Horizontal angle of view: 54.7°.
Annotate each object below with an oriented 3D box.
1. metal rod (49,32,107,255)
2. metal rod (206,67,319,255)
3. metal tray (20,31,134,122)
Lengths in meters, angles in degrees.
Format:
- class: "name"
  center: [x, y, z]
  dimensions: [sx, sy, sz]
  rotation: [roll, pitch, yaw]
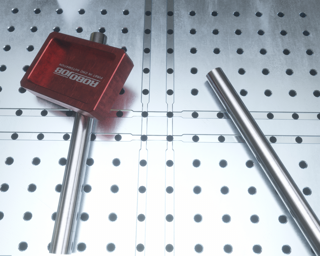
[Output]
- class: "metal rod"
  center: [-0.103, 0.005, 0.408]
  dimensions: [0.025, 0.025, 0.299]
  rotation: [4, 70, 1]
- class: "metal rod"
  center: [0.143, 0.048, 0.395]
  dimensions: [0.025, 0.025, 0.299]
  rotation: [-25, 72, -9]
- class: "metal tray"
  center: [-0.111, -0.071, 0.409]
  dimensions: [0.130, 0.030, 0.090]
  rotation: [21, 77, 24]
